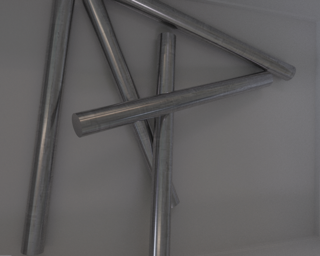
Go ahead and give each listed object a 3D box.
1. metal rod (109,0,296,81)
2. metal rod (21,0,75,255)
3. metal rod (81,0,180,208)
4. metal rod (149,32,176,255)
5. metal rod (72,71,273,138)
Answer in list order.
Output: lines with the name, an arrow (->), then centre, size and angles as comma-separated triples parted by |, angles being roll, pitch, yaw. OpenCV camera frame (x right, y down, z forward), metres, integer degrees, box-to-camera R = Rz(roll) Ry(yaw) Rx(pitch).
metal rod -> 0.069, -0.129, 0.431 | 0.302, 0.025, 0.025 | 18, 84, -21
metal rod -> -0.130, -0.006, 0.362 | 0.025, 0.025, 0.298 | 7, 88, -20
metal rod -> -0.038, -0.036, 0.396 | 0.025, 0.025, 0.299 | -23, 98, -19
metal rod -> 0.004, 0.024, 0.386 | 0.025, 0.025, 0.299 | 6, 78, -20
metal rod -> 0.040, -0.039, 0.388 | 0.302, 0.025, 0.025 | -17, 96, -33
